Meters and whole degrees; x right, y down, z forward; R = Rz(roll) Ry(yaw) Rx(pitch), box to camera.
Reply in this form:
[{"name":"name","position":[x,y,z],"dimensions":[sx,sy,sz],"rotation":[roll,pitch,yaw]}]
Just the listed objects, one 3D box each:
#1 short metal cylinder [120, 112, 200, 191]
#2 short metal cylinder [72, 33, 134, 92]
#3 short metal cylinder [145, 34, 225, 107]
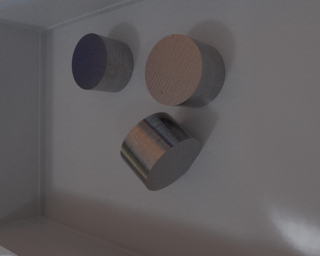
[{"name":"short metal cylinder","position":[0.001,0.028,0.369],"dimensions":[0.050,0.081,0.080],"rotation":[45,117,30]},{"name":"short metal cylinder","position":[-0.085,-0.094,0.459],"dimensions":[0.080,0.050,0.079],"rotation":[0,90,39]},{"name":"short metal cylinder","position":[0.029,-0.065,0.365],"dimensions":[0.080,0.050,0.079],"rotation":[0,90,39]}]
